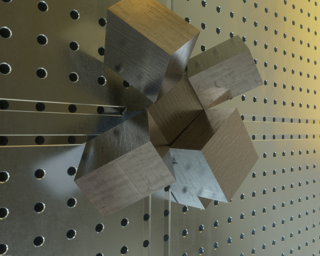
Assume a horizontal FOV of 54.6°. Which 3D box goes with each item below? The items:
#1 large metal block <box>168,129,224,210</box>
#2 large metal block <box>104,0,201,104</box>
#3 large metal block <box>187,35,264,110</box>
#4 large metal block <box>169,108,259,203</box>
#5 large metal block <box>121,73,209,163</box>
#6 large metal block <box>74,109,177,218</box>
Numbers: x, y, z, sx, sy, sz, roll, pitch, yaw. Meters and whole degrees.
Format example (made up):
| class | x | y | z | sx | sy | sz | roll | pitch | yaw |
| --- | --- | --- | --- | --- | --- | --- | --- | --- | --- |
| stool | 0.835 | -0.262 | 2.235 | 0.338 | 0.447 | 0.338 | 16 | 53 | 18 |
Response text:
| class | x | y | z | sx | sy | sz | roll | pitch | yaw |
| --- | --- | --- | --- | --- | --- | --- | --- | --- | --- |
| large metal block | 0.049 | 0.052 | 0.432 | 0.080 | 0.050 | 0.080 | -45 | 116 | -32 |
| large metal block | -0.013 | -0.087 | 0.341 | 0.080 | 0.080 | 0.050 | 39 | 59 | 10 |
| large metal block | 0.085 | -0.078 | 0.422 | 0.050 | 0.080 | 0.080 | 59 | 17 | -23 |
| large metal block | 0.069 | 0.031 | 0.383 | 0.080 | 0.050 | 0.080 | -45 | 118 | -32 |
| large metal block | 0.011 | -0.013 | 0.401 | 0.080 | 0.050 | 0.080 | -46 | 117 | -30 |
| large metal block | -0.034 | 0.033 | 0.324 | 0.080 | 0.080 | 0.050 | -28 | 113 | 8 |
